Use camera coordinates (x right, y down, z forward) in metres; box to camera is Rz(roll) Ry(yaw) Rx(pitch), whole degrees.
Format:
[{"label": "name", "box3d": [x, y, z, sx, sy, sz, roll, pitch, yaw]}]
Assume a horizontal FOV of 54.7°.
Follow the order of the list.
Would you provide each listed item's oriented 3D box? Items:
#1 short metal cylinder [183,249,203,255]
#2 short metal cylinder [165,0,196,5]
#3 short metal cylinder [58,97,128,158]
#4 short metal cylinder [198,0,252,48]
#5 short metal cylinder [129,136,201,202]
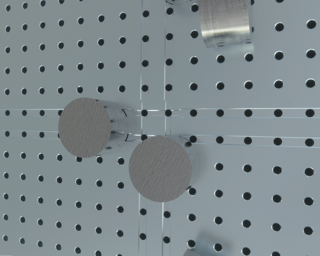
[{"label": "short metal cylinder", "box3d": [0.041, 0.194, 0.368, 0.050, 0.080, 0.080, 20, 97, 18]}, {"label": "short metal cylinder", "box3d": [0.023, -0.205, 0.391, 0.080, 0.050, 0.079, 0, 90, 19]}, {"label": "short metal cylinder", "box3d": [-0.092, -0.001, 0.430, 0.080, 0.050, 0.079, 0, 90, 19]}, {"label": "short metal cylinder", "box3d": [0.077, -0.135, 0.356, 0.050, 0.080, 0.079, -2, 90, 20]}, {"label": "short metal cylinder", "box3d": [0.007, 0.049, 0.396, 0.080, 0.050, 0.079, 0, 90, 19]}]
